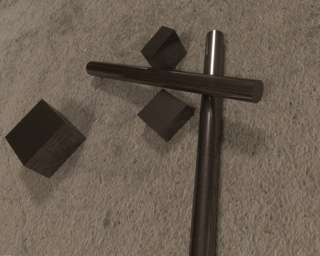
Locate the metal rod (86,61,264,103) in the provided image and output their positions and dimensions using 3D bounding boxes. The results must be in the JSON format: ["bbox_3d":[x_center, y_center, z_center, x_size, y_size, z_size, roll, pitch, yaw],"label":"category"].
[{"bbox_3d":[-0.005,-0.070,0.426,0.300,0.025,0.025,16,70,41],"label":"metal rod"}]

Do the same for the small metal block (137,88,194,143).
[{"bbox_3d":[0.007,-0.017,0.410,0.050,0.025,0.050,-46,52,-5],"label":"small metal block"}]

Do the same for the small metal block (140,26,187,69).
[{"bbox_3d":[0.007,-0.110,0.451,0.025,0.050,0.050,32,79,38],"label":"small metal block"}]

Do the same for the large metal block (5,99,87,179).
[{"bbox_3d":[-0.172,0.015,0.467,0.080,0.050,0.080,-49,52,-6],"label":"large metal block"}]

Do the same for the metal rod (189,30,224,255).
[{"bbox_3d":[0.059,0.001,0.371,0.025,0.025,0.299,-6,59,25],"label":"metal rod"}]
